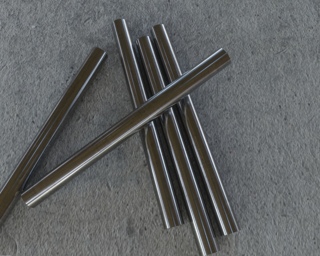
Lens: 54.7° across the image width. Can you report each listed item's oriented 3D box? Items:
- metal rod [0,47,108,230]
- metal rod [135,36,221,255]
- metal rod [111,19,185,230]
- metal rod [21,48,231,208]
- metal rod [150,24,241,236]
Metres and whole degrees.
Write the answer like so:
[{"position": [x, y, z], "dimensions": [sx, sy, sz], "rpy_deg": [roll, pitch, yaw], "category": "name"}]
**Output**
[{"position": [-0.151, 0.018, 0.400], "dimensions": [0.025, 0.025, 0.300], "rpy_deg": [24, 72, 8], "category": "metal rod"}, {"position": [0.017, 0.009, 0.404], "dimensions": [0.025, 0.025, 0.299], "rpy_deg": [-15, 71, -5], "category": "metal rod"}, {"position": [-0.022, -0.019, 0.414], "dimensions": [0.025, 0.025, 0.299], "rpy_deg": [-14, 71, -5], "category": "metal rod"}, {"position": [-0.039, -0.002, 0.384], "dimensions": [0.301, 0.025, 0.025], "rpy_deg": [-36, 74, -3], "category": "metal rod"}, {"position": [0.040, -0.011, 0.412], "dimensions": [0.025, 0.025, 0.299], "rpy_deg": [-16, 71, -6], "category": "metal rod"}]
